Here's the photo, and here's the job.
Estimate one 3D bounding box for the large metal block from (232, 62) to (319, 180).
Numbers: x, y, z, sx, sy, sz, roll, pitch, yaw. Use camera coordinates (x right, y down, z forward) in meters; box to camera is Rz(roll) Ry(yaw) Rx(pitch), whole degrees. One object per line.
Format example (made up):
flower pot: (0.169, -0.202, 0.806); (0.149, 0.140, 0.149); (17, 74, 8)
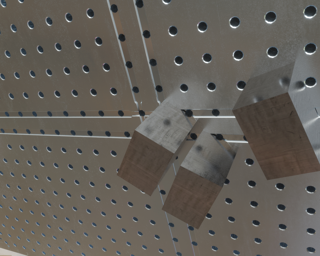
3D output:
large metal block: (0.120, -0.008, 0.307); (0.050, 0.080, 0.080); (-19, 108, 35)

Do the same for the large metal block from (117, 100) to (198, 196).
large metal block: (-0.003, 0.024, 0.391); (0.050, 0.080, 0.079); (31, 128, 8)

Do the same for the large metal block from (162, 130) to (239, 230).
large metal block: (0.051, 0.063, 0.387); (0.050, 0.080, 0.079); (27, 128, 11)
